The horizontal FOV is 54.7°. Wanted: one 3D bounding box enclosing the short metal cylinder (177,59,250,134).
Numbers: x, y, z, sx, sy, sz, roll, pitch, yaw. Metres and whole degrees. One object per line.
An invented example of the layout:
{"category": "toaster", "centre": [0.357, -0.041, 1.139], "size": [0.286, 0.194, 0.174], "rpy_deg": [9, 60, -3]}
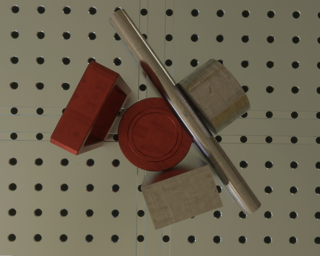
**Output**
{"category": "short metal cylinder", "centre": [0.066, -0.039, 0.386], "size": [0.050, 0.080, 0.080], "rpy_deg": [-37, 90, 0]}

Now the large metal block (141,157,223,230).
{"category": "large metal block", "centre": [0.024, 0.077, 0.386], "size": [0.080, 0.080, 0.050], "rpy_deg": [-19, 90, 0]}

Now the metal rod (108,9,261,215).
{"category": "metal rod", "centre": [0.032, -0.020, 0.393], "size": [0.025, 0.025, 0.299], "rpy_deg": [-35, 90, 0]}

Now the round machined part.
{"category": "round machined part", "centre": [-0.006, 0.009, 0.404], "size": [0.099, 0.042, 0.097], "rpy_deg": [0, 90, -1]}

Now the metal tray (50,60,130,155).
{"category": "metal tray", "centre": [-0.073, -0.020, 0.360], "size": [0.030, 0.130, 0.090], "rpy_deg": [27, 90, 0]}
